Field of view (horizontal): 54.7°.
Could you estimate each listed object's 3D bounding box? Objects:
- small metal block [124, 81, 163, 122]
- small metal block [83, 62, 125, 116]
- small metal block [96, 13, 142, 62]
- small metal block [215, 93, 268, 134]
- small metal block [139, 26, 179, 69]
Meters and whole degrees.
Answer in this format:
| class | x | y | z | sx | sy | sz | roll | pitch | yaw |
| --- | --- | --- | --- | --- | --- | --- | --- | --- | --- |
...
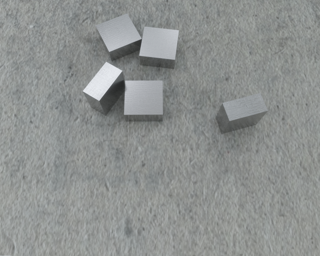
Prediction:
| class | x | y | z | sx | sy | sz | roll | pitch | yaw |
| --- | --- | --- | --- | --- | --- | --- | --- | --- | --- |
| small metal block | -0.022 | -0.037 | 0.421 | 0.050 | 0.025 | 0.050 | 0 | 70 | -1 |
| small metal block | -0.072 | -0.051 | 0.413 | 0.025 | 0.050 | 0.050 | 31 | 73 | 10 |
| small metal block | -0.060 | -0.134 | 0.456 | 0.050 | 0.025 | 0.050 | -25 | 72 | -9 |
| small metal block | 0.104 | -0.018 | 0.403 | 0.050 | 0.050 | 0.025 | -15 | 71 | -6 |
| small metal block | -0.001 | -0.117 | 0.451 | 0.050 | 0.025 | 0.050 | 7 | 70 | 2 |
